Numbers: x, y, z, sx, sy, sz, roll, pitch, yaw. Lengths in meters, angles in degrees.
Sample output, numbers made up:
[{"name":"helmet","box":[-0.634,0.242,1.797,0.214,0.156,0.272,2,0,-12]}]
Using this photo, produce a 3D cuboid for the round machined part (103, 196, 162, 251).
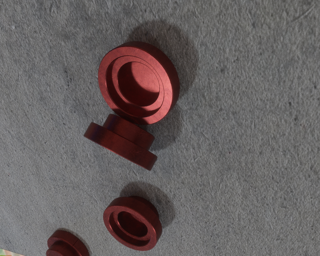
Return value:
[{"name":"round machined part","box":[-0.041,0.151,0.511,0.098,0.042,0.097,13,124,21]}]

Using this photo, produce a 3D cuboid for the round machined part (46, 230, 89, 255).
[{"name":"round machined part","box":[-0.207,0.274,0.675,0.098,0.042,0.097,13,124,21]}]

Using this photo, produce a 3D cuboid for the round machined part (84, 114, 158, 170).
[{"name":"round machined part","box":[-0.046,0.015,0.408,0.098,0.042,0.098,27,173,4]}]

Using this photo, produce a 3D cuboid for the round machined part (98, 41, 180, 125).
[{"name":"round machined part","box":[-0.021,-0.056,0.372,0.098,0.042,0.097,13,124,21]}]
